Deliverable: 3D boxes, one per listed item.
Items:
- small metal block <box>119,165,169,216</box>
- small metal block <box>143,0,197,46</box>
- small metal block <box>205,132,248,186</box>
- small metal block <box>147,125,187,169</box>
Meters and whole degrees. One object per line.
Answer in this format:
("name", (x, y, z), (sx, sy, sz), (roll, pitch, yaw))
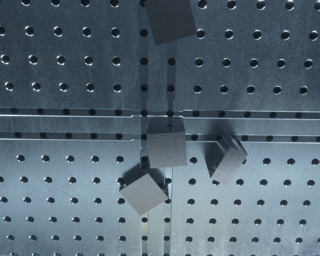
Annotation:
("small metal block", (-0.022, 0.090, 0.446), (0.050, 0.025, 0.050), (-34, 107, 11))
("small metal block", (0.012, -0.130, 0.366), (0.050, 0.025, 0.050), (-15, 110, 5))
("small metal block", (0.087, 0.040, 0.415), (0.025, 0.050, 0.050), (25, 108, -9))
("small metal block", (0.010, 0.025, 0.423), (0.050, 0.025, 0.050), (-5, 110, 1))
